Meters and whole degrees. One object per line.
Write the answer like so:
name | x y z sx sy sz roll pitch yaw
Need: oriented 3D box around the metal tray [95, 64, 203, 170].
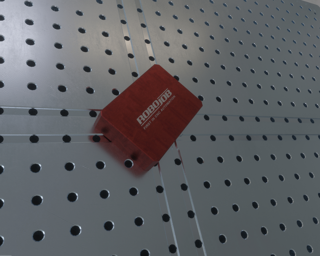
metal tray | -0.010 -0.019 0.411 0.090 0.030 0.131 41 51 0
